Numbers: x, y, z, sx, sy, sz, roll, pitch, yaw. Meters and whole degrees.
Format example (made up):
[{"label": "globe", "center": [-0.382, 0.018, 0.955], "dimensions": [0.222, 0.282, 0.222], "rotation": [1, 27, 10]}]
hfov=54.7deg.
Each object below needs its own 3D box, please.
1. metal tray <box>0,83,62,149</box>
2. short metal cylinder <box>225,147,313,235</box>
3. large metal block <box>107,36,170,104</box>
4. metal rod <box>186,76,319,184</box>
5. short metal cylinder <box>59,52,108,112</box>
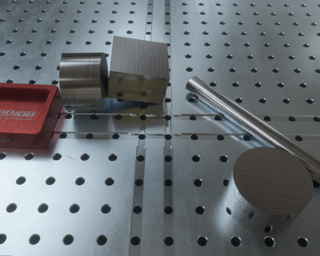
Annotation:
[{"label": "metal tray", "center": [-0.209, -0.020, 0.417], "dimensions": [0.131, 0.030, 0.090], "rotation": [3, 50, 2]}, {"label": "short metal cylinder", "center": [0.115, 0.067, 0.337], "dimensions": [0.081, 0.050, 0.080], "rotation": [0, 50, 0]}, {"label": "large metal block", "center": [-0.032, -0.085, 0.454], "dimensions": [0.081, 0.050, 0.080], "rotation": [6, 49, -10]}, {"label": "metal rod", "center": [0.149, 0.018, 0.394], "dimensions": [0.025, 0.025, 0.300], "rotation": [-35, 59, -26]}, {"label": "short metal cylinder", "center": [-0.100, -0.062, 0.423], "dimensions": [0.050, 0.080, 0.080], "rotation": [-1, 50, -1]}]
